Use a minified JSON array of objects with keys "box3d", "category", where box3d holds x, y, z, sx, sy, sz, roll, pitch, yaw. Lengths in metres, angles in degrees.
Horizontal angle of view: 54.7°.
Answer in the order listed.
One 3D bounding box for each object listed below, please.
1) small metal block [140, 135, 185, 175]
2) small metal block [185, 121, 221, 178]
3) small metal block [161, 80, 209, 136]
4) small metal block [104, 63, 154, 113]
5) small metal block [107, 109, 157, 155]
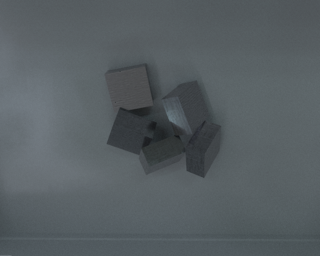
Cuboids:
[{"box3d":[0.002,0.035,0.401,0.050,0.050,0.025,-21,74,-14],"category":"small metal block"},{"box3d":[0.056,0.027,0.397,0.025,0.050,0.050,20,142,24],"category":"small metal block"},{"box3d":[0.033,-0.025,0.386,0.025,0.050,0.050,-7,114,38],"category":"small metal block"},{"box3d":[-0.038,-0.051,0.392,0.050,0.025,0.050,-11,110,3],"category":"small metal block"},{"box3d":[-0.037,0.007,0.400,0.050,0.025,0.050,20,145,-8],"category":"small metal block"}]
